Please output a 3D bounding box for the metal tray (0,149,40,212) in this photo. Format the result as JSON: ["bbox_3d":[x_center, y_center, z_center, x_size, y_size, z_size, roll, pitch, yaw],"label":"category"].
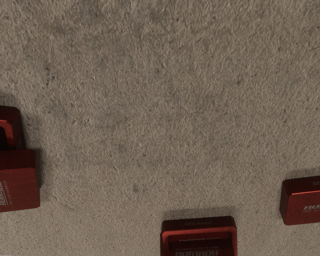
[{"bbox_3d":[-0.220,0.079,0.435,0.091,0.030,0.129,-3,145,-20],"label":"metal tray"}]

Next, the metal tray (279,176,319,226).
[{"bbox_3d":[0.270,0.117,0.508,0.131,0.030,0.090,-8,130,6],"label":"metal tray"}]

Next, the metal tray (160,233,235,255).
[{"bbox_3d":[0.067,0.231,0.561,0.131,0.090,0.030,-5,133,4],"label":"metal tray"}]

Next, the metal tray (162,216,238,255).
[{"bbox_3d":[0.073,0.211,0.566,0.131,0.030,0.089,-5,111,3],"label":"metal tray"}]

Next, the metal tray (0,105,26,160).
[{"bbox_3d":[-0.235,0.026,0.422,0.091,0.030,0.129,6,130,-6],"label":"metal tray"}]
